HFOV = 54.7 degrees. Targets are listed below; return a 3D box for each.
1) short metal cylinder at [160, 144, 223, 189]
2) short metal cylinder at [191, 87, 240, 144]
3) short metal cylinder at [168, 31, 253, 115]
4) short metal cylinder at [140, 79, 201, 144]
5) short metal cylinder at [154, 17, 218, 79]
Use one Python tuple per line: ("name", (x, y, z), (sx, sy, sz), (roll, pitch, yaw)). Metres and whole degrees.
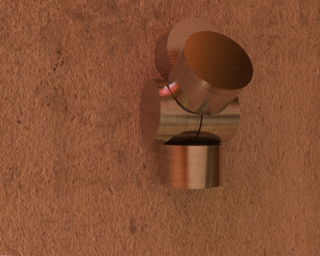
("short metal cylinder", (0.040, 0.045, 0.397), (0.081, 0.080, 0.050), (0, 90, -20))
("short metal cylinder", (0.060, -0.019, 0.404), (0.050, 0.080, 0.079), (0, 90, -20))
("short metal cylinder", (0.055, -0.061, 0.348), (0.081, 0.050, 0.080), (10, 59, -16))
("short metal cylinder", (0.010, -0.020, 0.386), (0.050, 0.080, 0.079), (1, 90, -21))
("short metal cylinder", (0.038, -0.099, 0.413), (0.081, 0.050, 0.079), (0, 90, -21))
